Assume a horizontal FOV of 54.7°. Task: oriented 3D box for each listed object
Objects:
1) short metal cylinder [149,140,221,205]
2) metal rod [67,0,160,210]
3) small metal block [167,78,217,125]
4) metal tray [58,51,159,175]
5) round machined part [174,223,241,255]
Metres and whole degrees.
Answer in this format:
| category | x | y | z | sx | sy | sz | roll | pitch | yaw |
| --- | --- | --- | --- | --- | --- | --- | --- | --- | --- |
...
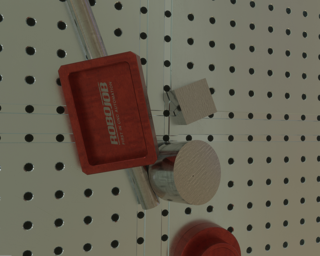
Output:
| category | x | y | z | sx | sy | sz | roll | pitch | yaw |
| --- | --- | --- | --- | --- | --- | --- | --- | --- | --- |
| short metal cylinder | 0.033 | 0.057 | 0.401 | 0.081 | 0.050 | 0.080 | 6 | 81 | -37 |
| metal rod | -0.060 | -0.038 | 0.391 | 0.025 | 0.025 | 0.298 | -21 | 97 | -19 |
| small metal block | 0.045 | -0.036 | 0.430 | 0.050 | 0.025 | 0.050 | -23 | 98 | -19 |
| metal tray | -0.058 | -0.016 | 0.365 | 0.090 | 0.030 | 0.129 | -10 | 98 | 7 |
| round machined part | 0.073 | 0.188 | 0.432 | 0.099 | 0.042 | 0.097 | 0 | 90 | -21 |
